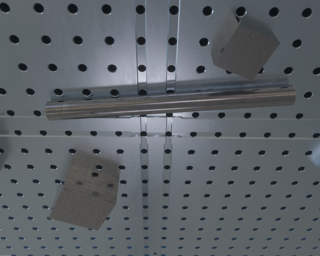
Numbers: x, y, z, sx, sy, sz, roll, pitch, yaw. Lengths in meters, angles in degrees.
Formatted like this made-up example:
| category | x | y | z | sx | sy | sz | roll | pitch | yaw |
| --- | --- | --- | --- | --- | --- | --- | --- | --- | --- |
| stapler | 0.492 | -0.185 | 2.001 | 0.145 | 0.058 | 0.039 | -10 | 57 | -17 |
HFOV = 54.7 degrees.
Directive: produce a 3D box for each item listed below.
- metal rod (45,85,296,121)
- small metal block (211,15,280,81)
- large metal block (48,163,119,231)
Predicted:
| category | x | y | z | sx | sy | sz | roll | pitch | yaw |
| --- | --- | --- | --- | --- | --- | --- | --- | --- | --- |
| metal rod | 0.011 | -0.031 | 0.385 | 0.302 | 0.025 | 0.025 | -4 | 130 | 2 |
| small metal block | 0.092 | -0.086 | 0.339 | 0.050 | 0.025 | 0.050 | 18 | 128 | -15 |
| large metal block | -0.119 | 0.110 | 0.488 | 0.080 | 0.050 | 0.080 | 21 | 127 | -17 |
